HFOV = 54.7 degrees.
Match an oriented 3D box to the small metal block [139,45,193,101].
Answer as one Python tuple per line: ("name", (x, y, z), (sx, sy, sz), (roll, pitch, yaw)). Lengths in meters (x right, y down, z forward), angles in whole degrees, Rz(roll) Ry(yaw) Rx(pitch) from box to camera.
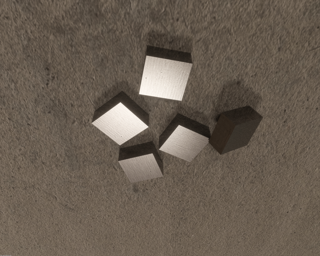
("small metal block", (0.005, -0.062, 0.354), (0.050, 0.025, 0.050), (8, 130, -8))

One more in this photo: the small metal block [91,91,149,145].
("small metal block", (-0.050, -0.012, 0.397), (0.050, 0.025, 0.050), (-33, 123, 24))

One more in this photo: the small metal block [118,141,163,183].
("small metal block", (-0.027, 0.050, 0.450), (0.050, 0.025, 0.050), (-14, 129, 11))

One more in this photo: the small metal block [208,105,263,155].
("small metal block", (0.096, 0.002, 0.396), (0.050, 0.025, 0.050), (-15, 139, -33))

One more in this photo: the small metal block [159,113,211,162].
("small metal block", (0.033, 0.014, 0.420), (0.050, 0.025, 0.050), (24, 126, -19))
